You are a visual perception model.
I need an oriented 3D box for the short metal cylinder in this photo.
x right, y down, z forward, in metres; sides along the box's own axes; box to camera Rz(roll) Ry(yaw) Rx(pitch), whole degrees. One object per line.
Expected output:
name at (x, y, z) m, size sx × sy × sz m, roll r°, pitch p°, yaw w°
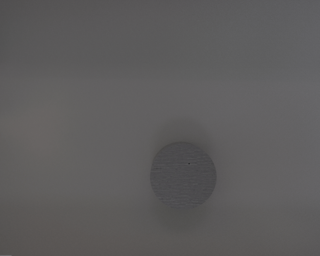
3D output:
short metal cylinder at (0.028, 0.059, 0.399) m, size 0.080 × 0.050 × 0.080 m, roll 0°, pitch 90°, yaw 0°
